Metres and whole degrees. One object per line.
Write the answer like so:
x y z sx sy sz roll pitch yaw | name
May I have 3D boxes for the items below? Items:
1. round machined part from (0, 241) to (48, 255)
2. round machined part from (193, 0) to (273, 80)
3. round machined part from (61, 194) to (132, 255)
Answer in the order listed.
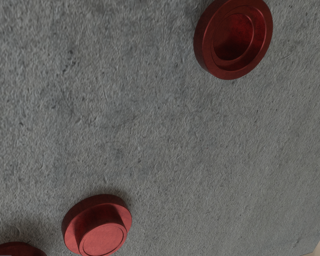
-0.197 0.189 0.405 0.099 0.042 0.097 -14 124 -21 | round machined part
0.082 -0.111 0.372 0.099 0.042 0.097 -14 124 -21 | round machined part
-0.085 0.145 0.439 0.099 0.042 0.097 -14 124 -21 | round machined part
